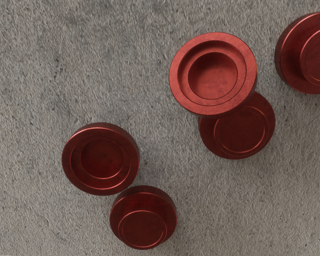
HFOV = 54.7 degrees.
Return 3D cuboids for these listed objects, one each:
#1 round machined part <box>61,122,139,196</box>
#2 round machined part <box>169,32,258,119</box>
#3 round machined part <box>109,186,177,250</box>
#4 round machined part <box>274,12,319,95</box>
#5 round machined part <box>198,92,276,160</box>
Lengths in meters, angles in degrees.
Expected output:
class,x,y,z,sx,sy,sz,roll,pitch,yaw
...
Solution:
class,x,y,z,sx,sy,sz,roll,pitch,yaw
round machined part,-0.076,0.038,0.414,0.099,0.042,0.097,0,110,0
round machined part,0.063,-0.058,0.364,0.098,0.042,0.098,-3,79,18
round machined part,-0.024,0.137,0.451,0.099,0.042,0.097,0,110,0
round machined part,0.193,-0.087,0.370,0.099,0.042,0.097,0,110,0
round machined part,0.101,-0.002,0.401,0.099,0.042,0.097,0,110,0
